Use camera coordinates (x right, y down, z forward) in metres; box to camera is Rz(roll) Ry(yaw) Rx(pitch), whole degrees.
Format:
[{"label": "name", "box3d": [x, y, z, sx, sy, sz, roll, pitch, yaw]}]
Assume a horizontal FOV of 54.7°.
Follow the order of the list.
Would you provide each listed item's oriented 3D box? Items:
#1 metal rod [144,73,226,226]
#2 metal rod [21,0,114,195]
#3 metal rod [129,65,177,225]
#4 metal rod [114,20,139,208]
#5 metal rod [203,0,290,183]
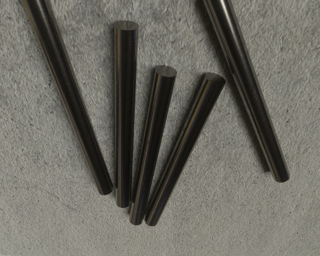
[{"label": "metal rod", "box3d": [0.025, 0.052, 0.451, 0.025, 0.025, 0.298, 12, 129, -10]}, {"label": "metal rod", "box3d": [-0.103, -0.017, 0.391, 0.025, 0.025, 0.298, -5, 130, 4]}, {"label": "metal rod", "box3d": [-0.017, 0.047, 0.446, 0.025, 0.025, 0.298, 7, 130, -6]}, {"label": "metal rod", "box3d": [-0.047, 0.008, 0.413, 0.025, 0.025, 0.298, 4, 130, -3]}, {"label": "metal rod", "box3d": [0.118, -0.029, 0.383, 0.025, 0.025, 0.299, -21, 127, 17]}]
